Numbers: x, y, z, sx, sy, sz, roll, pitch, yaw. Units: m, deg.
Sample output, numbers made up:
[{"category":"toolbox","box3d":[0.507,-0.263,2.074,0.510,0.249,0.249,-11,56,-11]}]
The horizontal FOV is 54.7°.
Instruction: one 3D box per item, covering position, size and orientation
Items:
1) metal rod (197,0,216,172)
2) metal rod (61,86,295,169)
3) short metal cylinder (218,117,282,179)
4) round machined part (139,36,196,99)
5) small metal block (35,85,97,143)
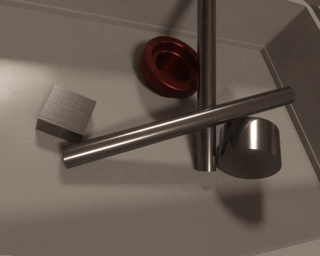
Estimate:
[{"category":"metal rod","box3d":[0.063,-0.092,0.417,0.025,0.025,0.298,2,86,-28]},{"category":"metal rod","box3d":[0.036,-0.006,0.377,0.302,0.025,0.025,-15,69,-17]},{"category":"short metal cylinder","box3d":[0.121,0.029,0.420,0.080,0.080,0.050,22,54,-15]},{"category":"round machined part","box3d":[0.015,-0.084,0.455,0.099,0.042,0.098,14,56,-21]},{"category":"small metal block","box3d":[-0.107,-0.015,0.358,0.050,0.025,0.050,23,53,-15]}]
